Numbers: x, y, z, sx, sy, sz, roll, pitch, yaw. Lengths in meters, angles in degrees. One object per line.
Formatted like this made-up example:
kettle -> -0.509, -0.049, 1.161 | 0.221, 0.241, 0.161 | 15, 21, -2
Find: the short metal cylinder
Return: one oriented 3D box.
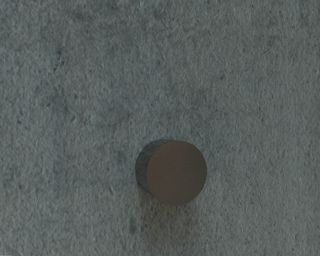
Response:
short metal cylinder -> 0.013, 0.055, 0.402 | 0.081, 0.050, 0.079 | 0, 90, -20
